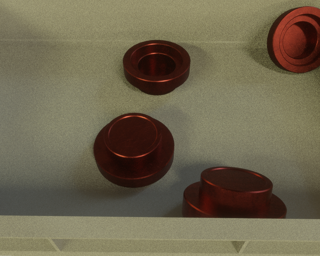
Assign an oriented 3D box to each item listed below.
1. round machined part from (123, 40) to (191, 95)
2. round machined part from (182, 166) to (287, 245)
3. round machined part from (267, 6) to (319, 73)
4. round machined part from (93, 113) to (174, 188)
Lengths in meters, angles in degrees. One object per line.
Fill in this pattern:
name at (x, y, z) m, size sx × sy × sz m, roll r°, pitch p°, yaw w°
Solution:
round machined part at (-0.005, -0.087, 0.467) m, size 0.099 × 0.042 × 0.098 m, roll 0°, pitch 50°, yaw 0°
round machined part at (0.072, 0.068, 0.304) m, size 0.099 × 0.042 × 0.098 m, roll 4°, pitch 12°, yaw -1°
round machined part at (0.215, -0.137, 0.486) m, size 0.099 × 0.097 × 0.042 m, roll -5°, pitch 17°, yaw -5°
round machined part at (-0.032, 0.020, 0.377) m, size 0.099 × 0.042 × 0.098 m, roll 0°, pitch 50°, yaw 0°
